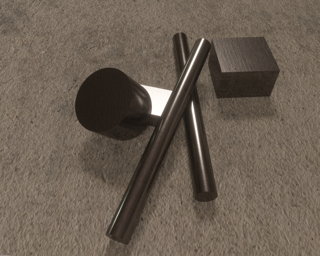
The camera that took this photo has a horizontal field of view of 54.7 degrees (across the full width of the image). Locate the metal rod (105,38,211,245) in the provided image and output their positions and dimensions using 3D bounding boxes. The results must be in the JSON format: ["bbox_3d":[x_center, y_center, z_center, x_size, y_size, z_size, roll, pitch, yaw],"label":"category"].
[{"bbox_3d":[0.011,-0.006,0.386,0.025,0.025,0.300,17,59,13],"label":"metal rod"}]

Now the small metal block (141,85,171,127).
[{"bbox_3d":[-0.013,-0.030,0.429,0.050,0.025,0.050,13,51,10],"label":"small metal block"}]

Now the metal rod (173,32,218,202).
[{"bbox_3d":[0.042,-0.039,0.436,0.025,0.025,0.300,-2,50,-2],"label":"metal rod"}]

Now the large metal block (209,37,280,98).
[{"bbox_3d":[0.122,-0.092,0.466,0.081,0.050,0.080,-2,50,-3],"label":"large metal block"}]

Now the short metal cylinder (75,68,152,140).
[{"bbox_3d":[-0.057,-0.028,0.386,0.080,0.050,0.080,-6,74,23],"label":"short metal cylinder"}]
